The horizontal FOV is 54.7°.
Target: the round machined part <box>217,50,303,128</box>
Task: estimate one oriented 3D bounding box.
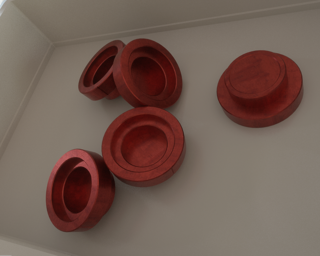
[{"bbox_3d":[0.115,-0.053,0.366,0.098,0.042,0.098,-13,56,20],"label":"round machined part"}]

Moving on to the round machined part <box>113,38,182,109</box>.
[{"bbox_3d":[-0.020,-0.066,0.417,0.042,0.098,0.098,-23,48,49],"label":"round machined part"}]

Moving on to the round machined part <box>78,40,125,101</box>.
[{"bbox_3d":[-0.076,-0.082,0.471,0.098,0.042,0.098,-28,43,30],"label":"round machined part"}]

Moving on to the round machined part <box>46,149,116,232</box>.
[{"bbox_3d":[-0.094,0.077,0.383,0.098,0.042,0.098,-13,68,35],"label":"round machined part"}]

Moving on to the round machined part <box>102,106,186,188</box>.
[{"bbox_3d":[-0.017,0.026,0.377,0.098,0.042,0.098,-5,60,8],"label":"round machined part"}]
